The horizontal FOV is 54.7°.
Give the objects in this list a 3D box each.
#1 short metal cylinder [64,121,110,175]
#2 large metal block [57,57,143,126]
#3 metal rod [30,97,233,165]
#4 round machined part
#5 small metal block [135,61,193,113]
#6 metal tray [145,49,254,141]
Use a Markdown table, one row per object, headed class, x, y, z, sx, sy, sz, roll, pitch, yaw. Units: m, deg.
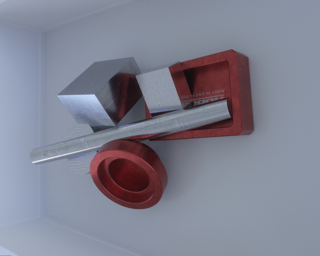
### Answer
| class | x | y | z | sx | sy | sz | roll | pitch | yaw |
| --- | --- | --- | --- | --- | --- | --- | --- | --- | --- |
| short metal cylinder | -0.101 | 0.028 | 0.468 | 0.080 | 0.050 | 0.079 | 0 | 90 | 39 |
| large metal block | -0.075 | -0.049 | 0.419 | 0.080 | 0.080 | 0.050 | 4 | 135 | 40 |
| metal rod | -0.055 | 0.011 | 0.394 | 0.300 | 0.025 | 0.025 | -14 | 81 | 27 |
| round machined part | -0.036 | 0.055 | 0.401 | 0.098 | 0.042 | 0.097 | 11 | 126 | 16 |
| small metal block | 0.005 | -0.048 | 0.371 | 0.050 | 0.025 | 0.050 | -6 | 112 | 40 |
| metal tray | 0.040 | -0.032 | 0.366 | 0.130 | 0.030 | 0.089 | -6 | 86 | 39 |
